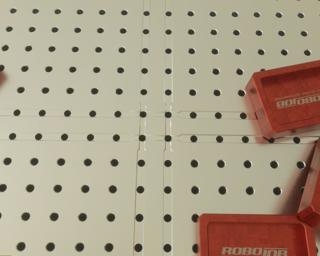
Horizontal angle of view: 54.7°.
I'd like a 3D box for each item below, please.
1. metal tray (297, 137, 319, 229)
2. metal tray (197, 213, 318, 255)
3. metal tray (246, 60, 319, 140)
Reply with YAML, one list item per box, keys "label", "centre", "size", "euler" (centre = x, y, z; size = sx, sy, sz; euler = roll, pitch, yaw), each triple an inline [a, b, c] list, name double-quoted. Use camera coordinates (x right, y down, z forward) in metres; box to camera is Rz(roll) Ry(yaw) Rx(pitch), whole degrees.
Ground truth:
- label: "metal tray"
  centre: [0.227, 0.069, 0.369]
  size: [0.090, 0.030, 0.130]
  euler: [28, 57, 9]
- label: "metal tray"
  centre: [0.110, 0.147, 0.356]
  size: [0.131, 0.030, 0.090]
  euler: [1, 70, 0]
- label: "metal tray"
  centre: [0.197, -0.042, 0.426]
  size: [0.131, 0.030, 0.090]
  euler: [-12, 71, -5]
